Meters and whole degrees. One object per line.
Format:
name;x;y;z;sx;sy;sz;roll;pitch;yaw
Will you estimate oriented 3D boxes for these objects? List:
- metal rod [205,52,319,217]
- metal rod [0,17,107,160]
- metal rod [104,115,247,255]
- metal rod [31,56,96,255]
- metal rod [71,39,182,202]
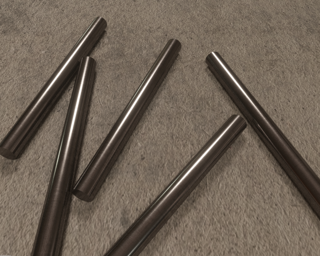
metal rod;0.137;-0.005;0.408;0.025;0.025;0.300;-16;52;-13
metal rod;-0.147;-0.080;0.468;0.025;0.025;0.300;12;51;9
metal rod;0.008;0.081;0.335;0.025;0.025;0.301;32;57;24
metal rod;-0.112;0.012;0.391;0.025;0.025;0.300;0;50;-1
metal rod;-0.031;-0.032;0.429;0.025;0.025;0.301;17;52;13
